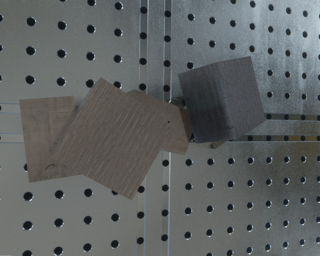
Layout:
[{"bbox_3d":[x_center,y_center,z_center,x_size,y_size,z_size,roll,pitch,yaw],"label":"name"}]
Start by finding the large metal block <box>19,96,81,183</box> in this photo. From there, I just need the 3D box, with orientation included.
[{"bbox_3d":[-0.119,0.010,0.339,0.050,0.080,0.079,-7,93,-20],"label":"large metal block"}]

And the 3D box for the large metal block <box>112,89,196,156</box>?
[{"bbox_3d":[-0.013,-0.005,0.379,0.081,0.080,0.050,20,84,-19],"label":"large metal block"}]

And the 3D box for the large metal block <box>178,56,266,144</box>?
[{"bbox_3d":[0.073,-0.034,0.355,0.081,0.050,0.080,-22,99,-48],"label":"large metal block"}]

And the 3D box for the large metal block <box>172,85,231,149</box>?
[{"bbox_3d":[0.076,-0.027,0.429,0.080,0.050,0.080,-32,101,-18],"label":"large metal block"}]

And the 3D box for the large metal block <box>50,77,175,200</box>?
[{"bbox_3d":[-0.047,0.010,0.296,0.080,0.050,0.080,33,79,-17],"label":"large metal block"}]
